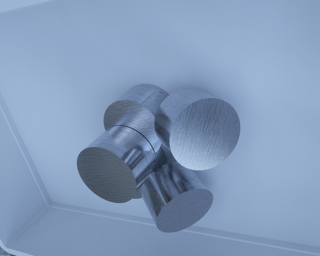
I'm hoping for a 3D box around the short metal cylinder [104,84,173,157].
[{"bbox_3d":[-0.024,-0.009,0.395,0.080,0.050,0.079,13,124,20],"label":"short metal cylinder"}]

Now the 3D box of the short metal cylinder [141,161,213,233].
[{"bbox_3d":[0.022,0.090,0.405,0.050,0.081,0.079,54,144,44],"label":"short metal cylinder"}]

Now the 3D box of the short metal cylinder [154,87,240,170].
[{"bbox_3d":[0.040,0.000,0.342,0.081,0.050,0.079,-7,111,-17],"label":"short metal cylinder"}]

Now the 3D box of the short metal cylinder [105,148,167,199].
[{"bbox_3d":[-0.038,0.054,0.443,0.080,0.050,0.079,13,124,20],"label":"short metal cylinder"}]

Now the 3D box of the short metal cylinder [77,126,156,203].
[{"bbox_3d":[-0.052,0.044,0.377,0.080,0.050,0.079,13,124,20],"label":"short metal cylinder"}]
